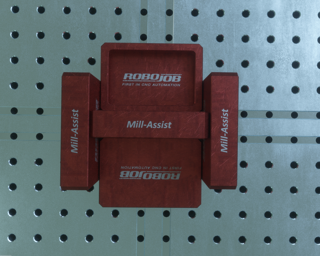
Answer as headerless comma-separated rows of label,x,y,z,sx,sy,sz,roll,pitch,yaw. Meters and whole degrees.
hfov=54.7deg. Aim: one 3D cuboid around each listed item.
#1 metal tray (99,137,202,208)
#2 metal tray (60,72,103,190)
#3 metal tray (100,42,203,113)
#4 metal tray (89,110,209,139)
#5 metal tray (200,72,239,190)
metal tray,-0.012,0.057,0.409,0.131,0.030,0.089,1,90,-1
metal tray,-0.092,0.003,0.379,0.030,0.090,0.129,1,90,0
metal tray,-0.011,-0.064,0.410,0.131,0.030,0.089,1,90,-1
metal tray,-0.012,-0.004,0.379,0.131,0.090,0.030,1,90,-1
metal tray,0.070,0.003,0.381,0.030,0.090,0.129,1,90,0
